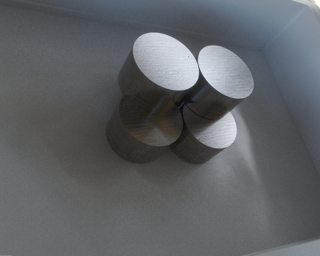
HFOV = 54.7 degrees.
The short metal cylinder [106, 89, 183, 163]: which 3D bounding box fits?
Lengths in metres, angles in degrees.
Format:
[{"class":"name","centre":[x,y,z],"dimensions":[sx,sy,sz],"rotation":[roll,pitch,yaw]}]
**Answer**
[{"class":"short metal cylinder","centre":[-0.019,-0.003,0.379],"dimensions":[0.081,0.050,0.080],"rotation":[14,56,-21]}]

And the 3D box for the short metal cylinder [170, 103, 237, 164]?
[{"class":"short metal cylinder","centre":[0.054,0.002,0.415],"dimensions":[0.081,0.050,0.080],"rotation":[14,56,-21]}]

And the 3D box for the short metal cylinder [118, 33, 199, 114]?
[{"class":"short metal cylinder","centre":[-0.002,-0.063,0.360],"dimensions":[0.081,0.050,0.080],"rotation":[14,56,-21]}]

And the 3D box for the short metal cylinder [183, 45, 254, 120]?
[{"class":"short metal cylinder","centre":[0.071,-0.058,0.395],"dimensions":[0.081,0.050,0.080],"rotation":[14,56,-21]}]

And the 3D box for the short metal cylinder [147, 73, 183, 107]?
[{"class":"short metal cylinder","centre":[0.005,-0.062,0.428],"dimensions":[0.081,0.050,0.080],"rotation":[14,56,-21]}]
